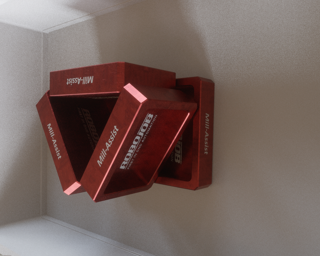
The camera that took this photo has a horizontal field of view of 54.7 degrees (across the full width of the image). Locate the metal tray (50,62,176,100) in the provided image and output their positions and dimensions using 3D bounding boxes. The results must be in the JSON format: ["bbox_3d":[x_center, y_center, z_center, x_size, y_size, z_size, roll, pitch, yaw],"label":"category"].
[{"bbox_3d":[-0.058,-0.052,0.370,0.130,0.091,0.030,3,92,40],"label":"metal tray"}]

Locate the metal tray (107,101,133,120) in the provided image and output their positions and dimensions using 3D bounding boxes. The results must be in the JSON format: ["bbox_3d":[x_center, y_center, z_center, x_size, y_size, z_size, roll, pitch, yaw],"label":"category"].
[{"bbox_3d":[-0.050,0.003,0.445,0.090,0.030,0.129,1,90,40],"label":"metal tray"}]

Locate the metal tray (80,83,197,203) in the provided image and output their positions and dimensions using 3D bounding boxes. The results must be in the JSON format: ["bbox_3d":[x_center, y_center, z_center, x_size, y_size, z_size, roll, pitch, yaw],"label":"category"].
[{"bbox_3d":[-0.023,0.018,0.341,0.030,0.091,0.129,43,116,32],"label":"metal tray"}]

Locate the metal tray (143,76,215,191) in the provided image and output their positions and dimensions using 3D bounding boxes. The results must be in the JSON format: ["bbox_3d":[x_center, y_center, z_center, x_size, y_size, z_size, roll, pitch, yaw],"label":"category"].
[{"bbox_3d":[0.020,0.005,0.386,0.090,0.030,0.129,2,90,40],"label":"metal tray"}]

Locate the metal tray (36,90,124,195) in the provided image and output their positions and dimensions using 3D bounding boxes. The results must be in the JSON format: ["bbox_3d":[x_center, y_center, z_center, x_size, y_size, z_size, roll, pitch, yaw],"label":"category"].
[{"bbox_3d":[-0.096,0.015,0.402,0.030,0.091,0.130,-39,67,34],"label":"metal tray"}]
